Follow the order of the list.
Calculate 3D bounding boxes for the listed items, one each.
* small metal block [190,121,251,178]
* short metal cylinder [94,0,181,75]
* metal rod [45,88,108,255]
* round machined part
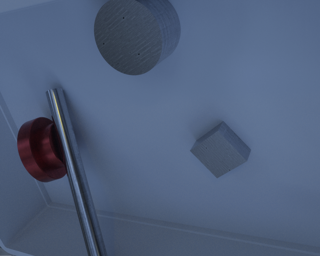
[{"bbox_3d":[0.075,0.028,0.386,0.050,0.025,0.050,46,129,-4],"label":"small metal block"},{"bbox_3d":[-0.024,-0.104,0.339,0.080,0.050,0.079,13,124,20],"label":"short metal cylinder"},{"bbox_3d":[-0.114,0.088,0.441,0.025,0.025,0.299,-21,82,35],"label":"metal rod"},{"bbox_3d":[-0.163,0.029,0.468,0.042,0.098,0.098,-18,111,12],"label":"round machined part"}]
